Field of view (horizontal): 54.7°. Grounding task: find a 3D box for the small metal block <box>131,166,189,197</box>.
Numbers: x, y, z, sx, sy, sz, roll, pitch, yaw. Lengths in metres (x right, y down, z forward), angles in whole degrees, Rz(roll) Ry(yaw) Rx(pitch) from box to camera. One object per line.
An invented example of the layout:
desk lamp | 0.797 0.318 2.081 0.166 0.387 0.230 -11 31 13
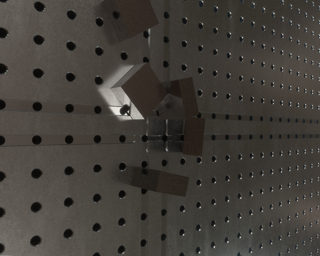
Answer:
small metal block | 0.000 0.068 0.395 0.050 0.050 0.025 19 78 -39

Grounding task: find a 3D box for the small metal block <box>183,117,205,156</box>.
small metal block | 0.046 0.012 0.430 0.025 0.050 0.050 6 88 3

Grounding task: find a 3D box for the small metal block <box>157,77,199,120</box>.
small metal block | 0.021 -0.039 0.412 0.025 0.050 0.050 -20 103 -39

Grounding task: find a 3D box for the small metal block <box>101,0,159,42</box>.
small metal block | -0.035 -0.141 0.381 0.050 0.025 0.050 -38 114 -33

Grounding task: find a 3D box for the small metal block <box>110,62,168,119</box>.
small metal block | -0.025 -0.046 0.388 0.050 0.025 0.050 -49 118 -27
